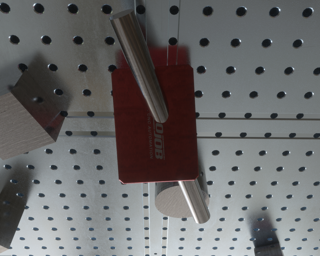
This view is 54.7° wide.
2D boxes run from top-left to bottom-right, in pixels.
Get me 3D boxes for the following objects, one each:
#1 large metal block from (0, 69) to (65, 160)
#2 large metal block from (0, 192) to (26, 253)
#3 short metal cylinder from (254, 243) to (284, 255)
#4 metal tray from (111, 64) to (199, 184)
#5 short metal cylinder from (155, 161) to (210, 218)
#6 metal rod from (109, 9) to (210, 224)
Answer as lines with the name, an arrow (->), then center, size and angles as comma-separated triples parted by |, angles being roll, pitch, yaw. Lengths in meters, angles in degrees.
large metal block -> -0.179, -0.014, 0.381 | 0.080, 0.050, 0.080 | -18, 128, 15
large metal block -> -0.282, 0.166, 0.514 | 0.080, 0.080, 0.050 | -29, 124, 22
short metal cylinder -> 0.223, 0.273, 0.610 | 0.050, 0.080, 0.080 | -19, 128, 15
metal tray -> -0.005, -0.004, 0.358 | 0.091, 0.030, 0.129 | -3, 94, 2
short metal cylinder -> 0.033, 0.094, 0.475 | 0.081, 0.050, 0.079 | 0, 130, 0
metal rod -> 0.012, 0.011, 0.369 | 0.025, 0.025, 0.299 | -15, 123, 12
